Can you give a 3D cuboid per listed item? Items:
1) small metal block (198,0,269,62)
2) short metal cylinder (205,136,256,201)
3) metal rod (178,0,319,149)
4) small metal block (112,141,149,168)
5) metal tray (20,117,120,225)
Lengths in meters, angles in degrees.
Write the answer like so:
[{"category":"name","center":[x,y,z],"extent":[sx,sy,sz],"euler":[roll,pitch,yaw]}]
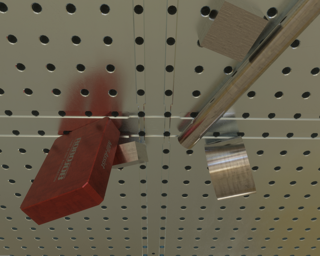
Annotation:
[{"category":"small metal block","center":[0.075,-0.104,0.324],"extent":[0.050,0.025,0.050],"euler":[18,128,-15]},{"category":"short metal cylinder","center":[0.096,0.055,0.424],"extent":[0.050,0.080,0.080],"euler":[-15,129,11]},{"category":"metal rod","center":[0.114,-0.078,0.347],"extent":[0.025,0.025,0.298],"euler":[25,126,-20]},{"category":"small metal block","center":[-0.048,0.038,0.427],"extent":[0.050,0.025,0.050],"euler":[-13,169,11]},{"category":"metal tray","center":[-0.103,0.047,0.379],"extent":[0.090,0.130,0.030],"euler":[-22,121,17]}]
